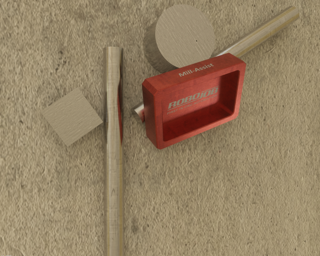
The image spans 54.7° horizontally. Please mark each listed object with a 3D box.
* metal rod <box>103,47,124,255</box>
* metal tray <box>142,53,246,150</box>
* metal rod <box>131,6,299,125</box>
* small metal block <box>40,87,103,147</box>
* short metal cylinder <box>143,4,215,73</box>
[{"bbox_3d":[-0.058,0.051,0.387,0.025,0.025,0.298,0,90,-20],"label":"metal rod"},{"bbox_3d":[0.044,-0.035,0.394,0.131,0.030,0.089,-21,133,-21],"label":"metal tray"},{"bbox_3d":[0.089,-0.097,0.441,0.301,0.025,0.025,-35,102,-17],"label":"metal rod"},{"bbox_3d":[-0.105,-0.013,0.370,0.050,0.025,0.050,-38,102,-16],"label":"small metal block"},{"bbox_3d":[0.024,-0.112,0.404,0.081,0.050,0.079,0,90,-20],"label":"short metal cylinder"}]
